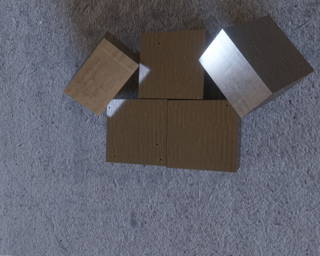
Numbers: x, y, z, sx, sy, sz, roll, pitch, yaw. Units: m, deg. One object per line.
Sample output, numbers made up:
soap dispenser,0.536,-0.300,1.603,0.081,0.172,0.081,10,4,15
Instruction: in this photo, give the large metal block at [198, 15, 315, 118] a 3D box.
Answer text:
large metal block,0.104,-0.069,0.338,0.080,0.081,0.050,56,147,11

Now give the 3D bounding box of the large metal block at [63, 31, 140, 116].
large metal block,-0.073,-0.073,0.398,0.050,0.080,0.080,36,104,-19

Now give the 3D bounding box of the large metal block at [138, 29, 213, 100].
large metal block,0.021,-0.075,0.389,0.080,0.050,0.079,3,91,19

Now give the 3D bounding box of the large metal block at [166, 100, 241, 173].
large metal block,0.055,0.008,0.375,0.080,0.050,0.079,2,91,19

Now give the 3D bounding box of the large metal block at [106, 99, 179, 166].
large metal block,-0.022,0.004,0.403,0.080,0.050,0.079,2,91,19
